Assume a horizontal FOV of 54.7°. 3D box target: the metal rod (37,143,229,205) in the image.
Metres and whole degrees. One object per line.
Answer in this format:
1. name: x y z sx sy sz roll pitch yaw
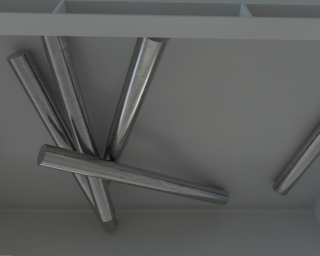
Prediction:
1. metal rod: -0.013 0.072 0.426 0.302 0.025 0.025 20 129 -34

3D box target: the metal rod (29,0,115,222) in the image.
1. metal rod: -0.096 0.001 0.378 0.025 0.025 0.298 -6 121 4

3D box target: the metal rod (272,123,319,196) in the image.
1. metal rod: 0.229 -0.012 0.402 0.025 0.025 0.298 11 129 -10

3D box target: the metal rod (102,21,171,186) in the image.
1. metal rod: -0.046 0.004 0.363 0.025 0.025 0.298 13 144 -11

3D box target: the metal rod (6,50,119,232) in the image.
1. metal rod: -0.117 0.039 0.419 0.025 0.025 0.298 -12 123 9
